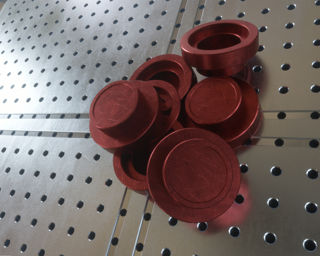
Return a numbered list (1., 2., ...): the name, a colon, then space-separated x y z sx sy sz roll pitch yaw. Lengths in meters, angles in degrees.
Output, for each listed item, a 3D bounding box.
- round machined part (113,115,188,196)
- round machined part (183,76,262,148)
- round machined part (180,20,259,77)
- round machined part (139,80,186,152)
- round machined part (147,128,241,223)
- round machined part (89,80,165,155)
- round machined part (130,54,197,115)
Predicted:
1. round machined part: -0.004 0.036 0.379 0.098 0.042 0.098 -13 56 21
2. round machined part: 0.069 -0.024 0.376 0.098 0.042 0.098 -13 56 21
3. round machined part: 0.078 -0.101 0.405 0.098 0.042 0.098 -9 39 8
4. round machined part: -0.011 -0.012 0.411 0.098 0.042 0.098 -13 56 21
5. round machined part: 0.036 0.047 0.319 0.099 0.042 0.098 1 79 -4
6. round machined part: -0.047 -0.019 0.380 0.098 0.042 0.098 -13 56 21
7. round machined part: 0.005 -0.050 0.426 0.098 0.042 0.098 -13 56 21
